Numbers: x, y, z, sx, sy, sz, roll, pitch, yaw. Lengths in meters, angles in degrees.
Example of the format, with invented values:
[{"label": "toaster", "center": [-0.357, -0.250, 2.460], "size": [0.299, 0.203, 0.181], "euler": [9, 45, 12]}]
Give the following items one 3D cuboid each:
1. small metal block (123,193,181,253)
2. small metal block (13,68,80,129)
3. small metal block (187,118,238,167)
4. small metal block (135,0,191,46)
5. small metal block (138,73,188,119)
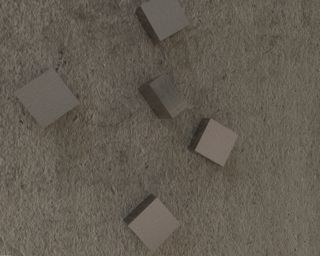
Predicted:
[{"label": "small metal block", "center": [-0.011, 0.123, 0.405], "size": [0.050, 0.025, 0.050], "euler": [-42, 104, -15]}, {"label": "small metal block", "center": [-0.131, -0.034, 0.361], "size": [0.050, 0.025, 0.050], "euler": [-39, 103, -16]}, {"label": "small metal block", "center": [0.074, 0.020, 0.436], "size": [0.050, 0.025, 0.050], "euler": [30, 80, -18]}, {"label": "small metal block", "center": [0.004, -0.145, 0.410], "size": [0.050, 0.025, 0.050], "euler": [-34, 101, -17]}, {"label": "small metal block", "center": [0.002, -0.039, 0.396], "size": [0.025, 0.050, 0.050], "euler": [-39, 103, -16]}]
